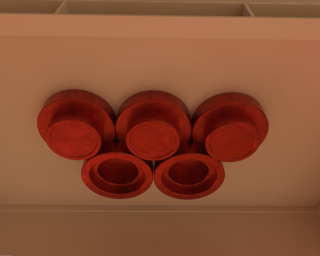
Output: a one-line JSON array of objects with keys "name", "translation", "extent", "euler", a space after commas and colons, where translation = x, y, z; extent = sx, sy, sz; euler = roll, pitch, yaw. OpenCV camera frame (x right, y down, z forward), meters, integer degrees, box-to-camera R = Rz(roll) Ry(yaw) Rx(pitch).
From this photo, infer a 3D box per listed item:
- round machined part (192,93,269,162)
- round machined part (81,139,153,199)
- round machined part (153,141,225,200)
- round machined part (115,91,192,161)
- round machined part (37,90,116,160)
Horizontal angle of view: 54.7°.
[{"name": "round machined part", "translation": [0.091, 0.007, 0.401], "extent": [0.099, 0.042, 0.097], "euler": [0, 129, 0]}, {"name": "round machined part", "translation": [-0.058, 0.055, 0.441], "extent": [0.099, 0.042, 0.097], "euler": [0, 130, 0]}, {"name": "round machined part", "translation": [0.040, 0.056, 0.444], "extent": [0.099, 0.042, 0.097], "euler": [0, 130, 0]}, {"name": "round machined part", "translation": [-0.009, 0.004, 0.398], "extent": [0.099, 0.042, 0.097], "euler": [0, 129, 0]}, {"name": "round machined part", "translation": [-0.107, 0.003, 0.396], "extent": [0.099, 0.042, 0.097], "euler": [-1, 129, -1]}]
